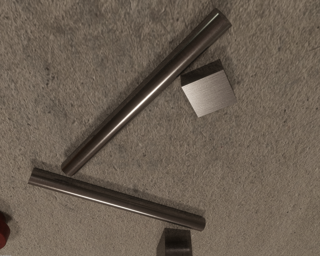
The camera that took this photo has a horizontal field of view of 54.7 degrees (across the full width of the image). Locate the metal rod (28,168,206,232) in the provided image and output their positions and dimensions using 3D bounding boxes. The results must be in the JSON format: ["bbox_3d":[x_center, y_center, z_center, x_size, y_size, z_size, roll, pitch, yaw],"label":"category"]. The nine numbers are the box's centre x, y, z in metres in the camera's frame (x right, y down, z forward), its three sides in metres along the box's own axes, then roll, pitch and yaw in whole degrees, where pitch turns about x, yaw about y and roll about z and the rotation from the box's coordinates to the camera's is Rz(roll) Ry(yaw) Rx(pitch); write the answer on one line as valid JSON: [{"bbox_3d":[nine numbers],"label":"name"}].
[{"bbox_3d":[-0.059,0.122,0.510,0.302,0.025,0.025,21,127,-17],"label":"metal rod"}]

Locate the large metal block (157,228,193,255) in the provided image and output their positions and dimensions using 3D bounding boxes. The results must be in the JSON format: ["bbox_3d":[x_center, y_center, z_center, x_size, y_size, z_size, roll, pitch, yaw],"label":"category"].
[{"bbox_3d":[0.026,0.247,0.583,0.050,0.080,0.079,9,130,-8],"label":"large metal block"}]

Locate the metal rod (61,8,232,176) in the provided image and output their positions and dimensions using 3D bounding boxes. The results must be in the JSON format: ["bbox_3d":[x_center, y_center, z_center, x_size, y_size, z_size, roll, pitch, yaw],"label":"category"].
[{"bbox_3d":[-0.035,-0.026,0.384,0.025,0.025,0.299,34,122,-26],"label":"metal rod"}]

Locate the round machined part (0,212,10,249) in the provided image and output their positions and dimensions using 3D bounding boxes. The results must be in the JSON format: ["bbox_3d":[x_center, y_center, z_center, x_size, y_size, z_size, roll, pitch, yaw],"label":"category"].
[{"bbox_3d":[-0.311,0.172,0.538,0.099,0.042,0.097,-1,130,0],"label":"round machined part"}]

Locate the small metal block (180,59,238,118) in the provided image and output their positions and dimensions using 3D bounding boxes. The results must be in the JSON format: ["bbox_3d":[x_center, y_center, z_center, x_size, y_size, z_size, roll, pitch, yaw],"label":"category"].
[{"bbox_3d":[0.058,-0.046,0.369,0.050,0.025,0.050,-21,127,17],"label":"small metal block"}]
